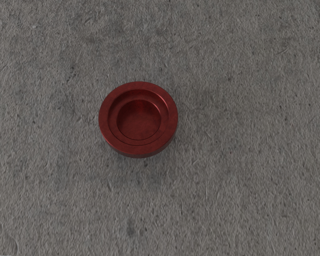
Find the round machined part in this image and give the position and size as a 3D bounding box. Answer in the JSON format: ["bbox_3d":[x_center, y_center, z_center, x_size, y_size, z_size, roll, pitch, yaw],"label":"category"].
[{"bbox_3d":[-0.027,-0.008,0.402,0.099,0.042,0.098,0,70,0],"label":"round machined part"}]
